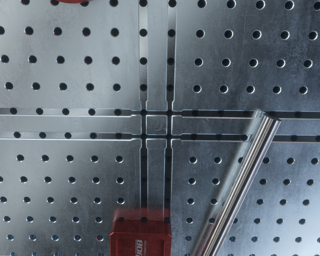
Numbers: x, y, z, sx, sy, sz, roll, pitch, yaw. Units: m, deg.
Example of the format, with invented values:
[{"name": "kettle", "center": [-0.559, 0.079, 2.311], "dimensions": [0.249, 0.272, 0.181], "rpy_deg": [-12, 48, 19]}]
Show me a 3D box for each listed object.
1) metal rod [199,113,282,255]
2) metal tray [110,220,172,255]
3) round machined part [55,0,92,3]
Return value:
[{"name": "metal rod", "center": [0.103, 0.119, 0.457], "dimensions": [0.025, 0.025, 0.298], "rpy_deg": [17, 109, -6]}, {"name": "metal tray", "center": [-0.031, 0.209, 0.487], "dimensions": [0.091, 0.030, 0.129], "rpy_deg": [2, 110, -1]}, {"name": "round machined part", "center": [-0.101, -0.187, 0.334], "dimensions": [0.099, 0.042, 0.097], "rpy_deg": [0, 110, 0]}]
